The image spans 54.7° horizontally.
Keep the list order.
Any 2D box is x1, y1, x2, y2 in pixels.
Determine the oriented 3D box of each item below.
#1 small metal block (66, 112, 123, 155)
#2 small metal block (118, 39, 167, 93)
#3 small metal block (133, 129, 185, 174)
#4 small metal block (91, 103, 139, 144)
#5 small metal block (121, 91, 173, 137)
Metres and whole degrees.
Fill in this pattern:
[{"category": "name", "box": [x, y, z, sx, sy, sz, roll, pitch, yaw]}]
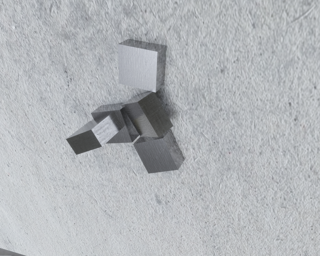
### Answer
[{"category": "small metal block", "box": [-0.085, 0.007, 0.408, 0.050, 0.050, 0.025, -18, 109, 35]}, {"category": "small metal block", "box": [-0.021, -0.075, 0.372, 0.050, 0.025, 0.050, 16, 125, 19]}, {"category": "small metal block", "box": [-0.001, 0.033, 0.428, 0.050, 0.025, 0.050, -13, 112, 33]}, {"category": "small metal block", "box": [-0.061, -0.006, 0.435, 0.050, 0.025, 0.050, -4, 117, 30]}, {"category": "small metal block", "box": [-0.017, -0.016, 0.393, 0.050, 0.025, 0.050, -1, 123, 61]}]
